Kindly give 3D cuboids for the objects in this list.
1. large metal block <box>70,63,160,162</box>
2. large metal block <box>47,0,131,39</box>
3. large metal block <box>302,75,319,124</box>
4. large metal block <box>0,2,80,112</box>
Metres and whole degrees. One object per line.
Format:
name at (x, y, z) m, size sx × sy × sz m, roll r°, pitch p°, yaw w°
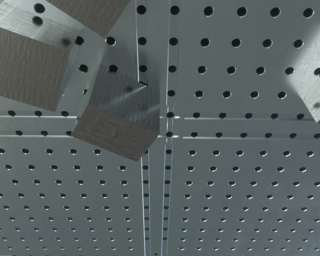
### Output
large metal block at (-0.048, -0.018, 0.359) m, size 0.080 × 0.080 × 0.050 m, roll 24°, pitch 126°, yaw -19°
large metal block at (-0.060, -0.142, 0.274) m, size 0.080 × 0.050 × 0.080 m, roll 30°, pitch 124°, yaw -23°
large metal block at (0.232, -0.041, 0.362) m, size 0.080 × 0.050 × 0.079 m, roll 14°, pitch 129°, yaw -12°
large metal block at (-0.139, -0.073, 0.332) m, size 0.080 × 0.050 × 0.080 m, roll 17°, pitch 128°, yaw -14°
